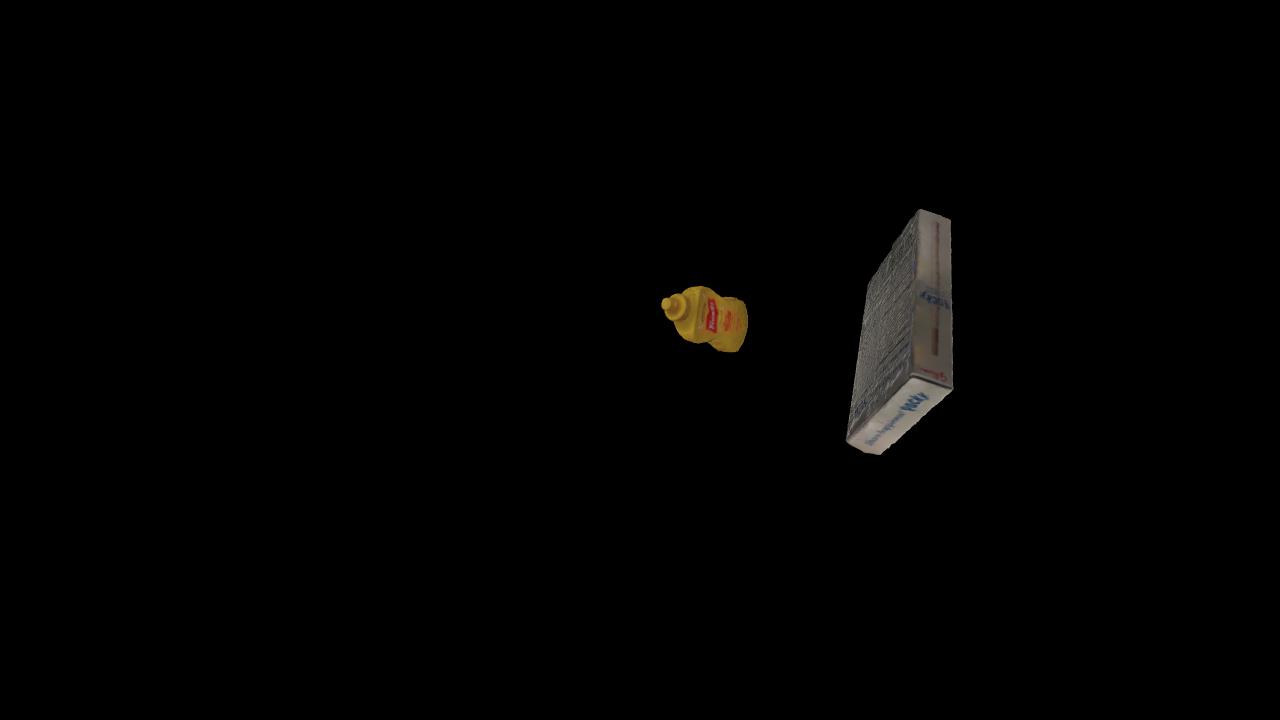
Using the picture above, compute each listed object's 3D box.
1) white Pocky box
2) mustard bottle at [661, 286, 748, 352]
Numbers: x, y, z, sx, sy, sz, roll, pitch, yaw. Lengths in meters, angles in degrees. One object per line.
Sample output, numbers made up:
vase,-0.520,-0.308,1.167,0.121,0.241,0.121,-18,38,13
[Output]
white Pocky box,0.173,-0.022,0.409,0.028,0.154,0.084,20,-37,3
mustard bottle,0.099,-0.069,0.972,0.054,0.092,0.184,13,0,44
